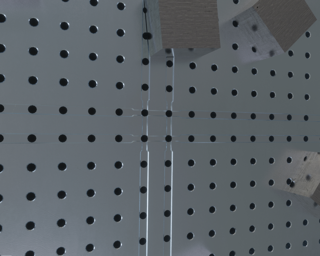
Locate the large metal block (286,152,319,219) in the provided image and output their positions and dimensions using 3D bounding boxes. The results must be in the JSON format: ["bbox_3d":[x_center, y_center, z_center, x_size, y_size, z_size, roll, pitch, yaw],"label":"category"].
[{"bbox_3d":[0.266,0.095,0.497,0.080,0.050,0.080,40,77,-16],"label":"large metal block"}]

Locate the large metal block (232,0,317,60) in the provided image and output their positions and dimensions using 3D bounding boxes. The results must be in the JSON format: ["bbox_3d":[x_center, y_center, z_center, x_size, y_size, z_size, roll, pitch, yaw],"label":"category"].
[{"bbox_3d":[0.170,-0.162,0.461,0.080,0.050,0.080,-44,104,-15],"label":"large metal block"}]

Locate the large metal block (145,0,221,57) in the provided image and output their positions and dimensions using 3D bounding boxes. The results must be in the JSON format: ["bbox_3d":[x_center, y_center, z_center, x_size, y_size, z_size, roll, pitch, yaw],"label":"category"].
[{"bbox_3d":[0.029,-0.140,0.409,0.081,0.050,0.080,-6,92,-20],"label":"large metal block"}]
